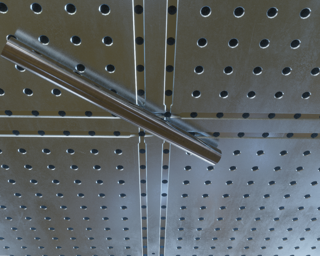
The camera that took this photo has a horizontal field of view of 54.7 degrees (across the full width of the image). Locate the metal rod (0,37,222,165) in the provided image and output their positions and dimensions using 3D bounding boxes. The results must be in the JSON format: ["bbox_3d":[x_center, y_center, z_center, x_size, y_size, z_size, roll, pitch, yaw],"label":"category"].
[{"bbox_3d":[-0.043,-0.023,0.391,0.301,0.025,0.025,28,125,-22],"label":"metal rod"}]
